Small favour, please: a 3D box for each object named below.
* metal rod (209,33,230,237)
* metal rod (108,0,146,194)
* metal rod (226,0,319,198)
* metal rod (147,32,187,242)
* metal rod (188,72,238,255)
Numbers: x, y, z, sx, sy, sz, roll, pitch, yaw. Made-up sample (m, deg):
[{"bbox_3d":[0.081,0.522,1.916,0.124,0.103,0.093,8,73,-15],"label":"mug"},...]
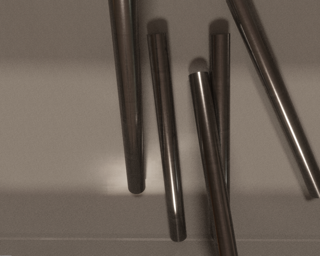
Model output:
[{"bbox_3d":[0.083,0.027,0.422,0.025,0.025,0.298,-4,110,1],"label":"metal rod"},{"bbox_3d":[-0.032,-0.022,0.339,0.025,0.025,0.298,0,135,-1],"label":"metal rod"},{"bbox_3d":[0.159,-0.030,0.402,0.025,0.025,0.299,-27,108,9],"label":"metal rod"},{"bbox_3d":[0.012,0.026,0.421,0.025,0.025,0.298,-6,110,2],"label":"metal rod"},{"bbox_3d":[0.070,0.080,0.376,0.025,0.025,0.298,-9,85,3],"label":"metal rod"}]
